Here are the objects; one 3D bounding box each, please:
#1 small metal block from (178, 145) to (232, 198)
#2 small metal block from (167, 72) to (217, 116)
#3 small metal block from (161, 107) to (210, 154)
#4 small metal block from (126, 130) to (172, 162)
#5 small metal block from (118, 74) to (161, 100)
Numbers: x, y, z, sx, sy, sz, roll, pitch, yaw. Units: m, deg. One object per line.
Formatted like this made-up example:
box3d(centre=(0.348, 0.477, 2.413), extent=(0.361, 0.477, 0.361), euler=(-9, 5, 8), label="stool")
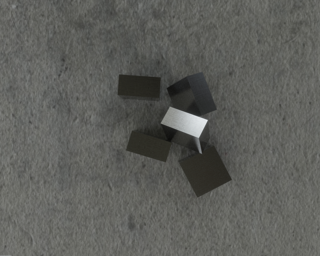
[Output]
box3d(centre=(0.059, 0.056, 0.411), extent=(0.050, 0.025, 0.050), euler=(-27, 90, -1), label="small metal block")
box3d(centre=(0.039, -0.038, 0.395), extent=(0.025, 0.050, 0.050), euler=(-21, 90, -29), label="small metal block")
box3d(centre=(0.033, 0.004, 0.388), extent=(0.050, 0.050, 0.025), euler=(21, 70, 21), label="small metal block")
box3d(centre=(-0.013, 0.022, 0.397), extent=(0.050, 0.050, 0.025), euler=(17, 91, 0), label="small metal block")
box3d(centre=(-0.025, -0.050, 0.397), extent=(0.050, 0.050, 0.025), euler=(4, 90, -1), label="small metal block")
